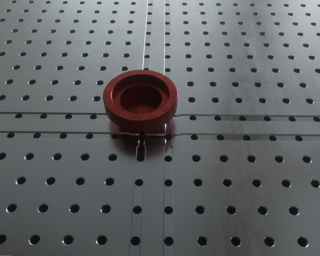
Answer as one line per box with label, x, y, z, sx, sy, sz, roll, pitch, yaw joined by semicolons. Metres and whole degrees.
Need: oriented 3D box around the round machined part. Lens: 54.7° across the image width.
round machined part;-0.026;-0.032;0.423;0.099;0.042;0.098;0;50;0
